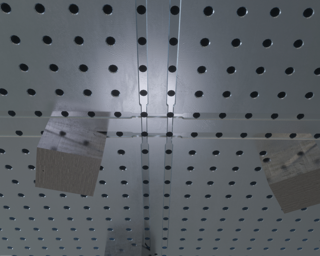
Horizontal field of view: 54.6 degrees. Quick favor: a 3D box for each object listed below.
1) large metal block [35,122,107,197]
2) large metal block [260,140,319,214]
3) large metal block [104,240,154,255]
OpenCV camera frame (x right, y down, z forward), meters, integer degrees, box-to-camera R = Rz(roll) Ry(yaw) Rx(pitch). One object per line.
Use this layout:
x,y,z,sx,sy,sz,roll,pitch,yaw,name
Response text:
-0.124,0.045,0.432,0.080,0.050,0.079,12,129,-11,large metal block
0.206,0.074,0.460,0.080,0.050,0.080,-24,126,18,large metal block
-0.060,0.279,0.632,0.080,0.050,0.080,-15,129,12,large metal block
